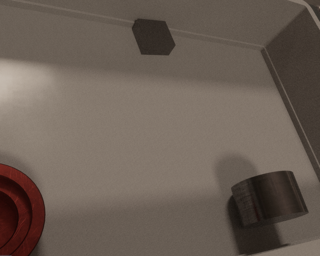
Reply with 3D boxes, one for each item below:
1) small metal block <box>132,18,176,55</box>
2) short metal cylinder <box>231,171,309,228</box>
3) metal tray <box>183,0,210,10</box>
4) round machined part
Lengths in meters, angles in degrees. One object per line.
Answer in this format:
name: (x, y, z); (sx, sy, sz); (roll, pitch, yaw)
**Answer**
small metal block: (-0.010, -0.143, 0.489); (0.050, 0.025, 0.050); (-6, 65, -31)
short metal cylinder: (0.136, 0.092, 0.390); (0.081, 0.080, 0.050); (3, 61, -27)
metal tray: (0.043, -0.298, 0.611); (0.131, 0.030, 0.090); (26, 53, -13)
round machined part: (-0.152, 0.082, 0.263); (0.099, 0.042, 0.098); (14, 56, -21)
